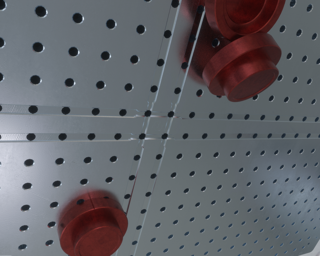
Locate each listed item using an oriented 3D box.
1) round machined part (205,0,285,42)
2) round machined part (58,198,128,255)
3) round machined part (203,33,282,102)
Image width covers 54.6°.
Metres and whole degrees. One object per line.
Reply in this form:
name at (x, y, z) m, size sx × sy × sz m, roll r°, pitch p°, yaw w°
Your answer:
round machined part at (0.093, -0.151, 0.357) m, size 0.099 × 0.042 × 0.097 m, roll -14°, pitch 124°, yaw -21°
round machined part at (-0.092, 0.151, 0.443) m, size 0.099 × 0.042 × 0.097 m, roll -14°, pitch 124°, yaw -21°
round machined part at (0.107, -0.068, 0.387) m, size 0.099 × 0.042 × 0.098 m, roll -20°, pitch 158°, yaw -8°
